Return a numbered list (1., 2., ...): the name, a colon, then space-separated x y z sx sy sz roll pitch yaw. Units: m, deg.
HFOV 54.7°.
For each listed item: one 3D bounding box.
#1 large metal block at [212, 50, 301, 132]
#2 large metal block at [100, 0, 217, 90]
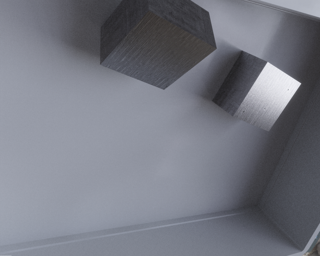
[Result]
1. large metal block: 0.135 -0.050 0.435 0.081 0.050 0.080 18 109 -35
2. large metal block: -0.004 -0.090 0.310 0.081 0.050 0.080 17 145 -35
